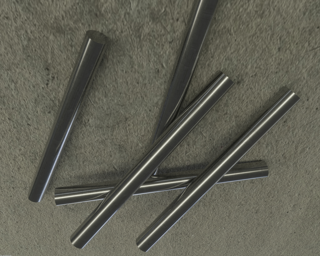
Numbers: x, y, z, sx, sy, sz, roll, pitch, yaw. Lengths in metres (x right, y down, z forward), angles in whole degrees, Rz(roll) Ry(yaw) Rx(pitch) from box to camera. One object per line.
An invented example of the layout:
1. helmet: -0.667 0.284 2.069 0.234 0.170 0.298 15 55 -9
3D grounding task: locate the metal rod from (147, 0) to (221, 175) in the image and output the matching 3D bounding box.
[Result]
1. metal rod: 0.013 -0.023 0.387 0.025 0.025 0.298 11 129 -9

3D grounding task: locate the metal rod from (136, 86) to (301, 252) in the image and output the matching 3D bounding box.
1. metal rod: 0.067 0.065 0.418 0.025 0.025 0.299 33 109 -25

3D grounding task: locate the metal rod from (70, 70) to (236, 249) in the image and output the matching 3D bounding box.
1. metal rod: -0.018 0.049 0.395 0.025 0.025 0.299 35 106 -26

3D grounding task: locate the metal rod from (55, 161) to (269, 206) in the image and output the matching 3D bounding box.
1. metal rod: 0.007 0.078 0.444 0.302 0.025 0.025 -6 131 -7

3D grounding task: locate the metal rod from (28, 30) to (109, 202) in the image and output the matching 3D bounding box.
1. metal rod: -0.132 0.006 0.410 0.025 0.025 0.298 21 127 -17
